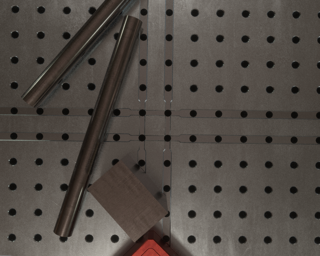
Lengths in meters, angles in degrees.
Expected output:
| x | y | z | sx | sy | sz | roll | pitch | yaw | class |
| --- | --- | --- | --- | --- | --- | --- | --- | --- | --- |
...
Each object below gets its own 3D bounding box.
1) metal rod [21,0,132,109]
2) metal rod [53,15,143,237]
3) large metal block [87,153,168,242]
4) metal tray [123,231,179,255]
| x | y | z | sx | sy | sz | roll | pitch | yaw | class |
| --- | --- | --- | --- | --- | --- | --- | --- | --- | --- |
| -0.075 | -0.147 | 0.412 | 0.025 | 0.025 | 0.300 | 41 | 90 | -1 | metal rod |
| -0.082 | -0.002 | 0.412 | 0.025 | 0.025 | 0.298 | 18 | 90 | -1 | metal rod |
| -0.036 | 0.081 | 0.386 | 0.050 | 0.080 | 0.080 | -41 | 91 | 0 | large metal block |
| 0.002 | 0.216 | 0.411 | 0.090 | 0.030 | 0.130 | -45 | 91 | 0 | metal tray |
